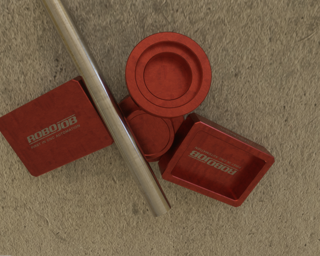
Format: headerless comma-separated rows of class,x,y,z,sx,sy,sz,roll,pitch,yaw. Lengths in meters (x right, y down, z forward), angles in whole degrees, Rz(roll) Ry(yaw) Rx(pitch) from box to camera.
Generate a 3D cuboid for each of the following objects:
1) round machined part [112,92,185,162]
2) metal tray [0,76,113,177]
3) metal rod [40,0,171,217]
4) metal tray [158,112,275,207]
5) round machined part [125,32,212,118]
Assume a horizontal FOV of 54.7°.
round machined part,-0.016,0.001,0.403,0.099,0.042,0.097,0,110,0
metal tray,-0.130,0.000,0.395,0.130,0.030,0.090,-23,106,17
metal rod,-0.065,-0.032,0.363,0.025,0.025,0.299,-26,95,9
metal tray,0.075,0.046,0.414,0.131,0.030,0.090,25,108,-20
round machined part,0.008,-0.060,0.368,0.099,0.042,0.097,0,88,-7
